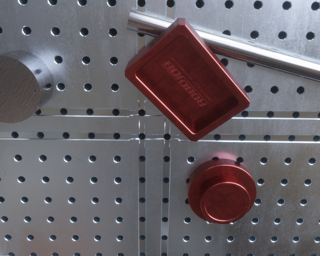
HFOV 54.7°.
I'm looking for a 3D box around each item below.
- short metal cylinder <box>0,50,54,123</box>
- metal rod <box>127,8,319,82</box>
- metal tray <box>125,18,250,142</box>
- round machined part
[{"bbox_3d":[-0.178,-0.052,0.379,0.081,0.050,0.079,0,110,-1],"label":"short metal cylinder"},{"bbox_3d":[0.110,-0.093,0.380,0.302,0.025,0.025,14,110,-6],"label":"metal rod"},{"bbox_3d":[0.034,-0.053,0.375,0.090,0.030,0.130,-37,114,23],"label":"metal tray"},{"bbox_3d":[0.089,0.097,0.441,0.099,0.042,0.097,0,110,-1],"label":"round machined part"}]
